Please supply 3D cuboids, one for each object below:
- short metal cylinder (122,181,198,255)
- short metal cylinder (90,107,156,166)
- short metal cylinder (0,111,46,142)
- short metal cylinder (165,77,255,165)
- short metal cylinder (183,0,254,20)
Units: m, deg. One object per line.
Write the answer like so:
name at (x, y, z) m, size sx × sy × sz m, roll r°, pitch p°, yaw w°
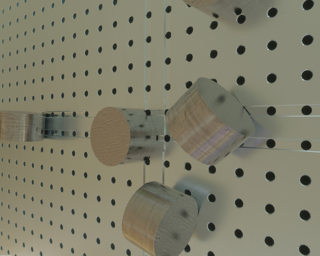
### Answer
short metal cylinder at (0.002, 0.110, 0.371) m, size 0.050 × 0.081 × 0.079 m, roll 16°, pitch 100°, yaw 38°
short metal cylinder at (-0.052, 0.011, 0.434) m, size 0.080 × 0.050 × 0.079 m, roll 0°, pitch 90°, yaw 39°
short metal cylinder at (-0.259, -0.005, 0.584) m, size 0.080 × 0.081 × 0.050 m, roll 8°, pitch 95°, yaw 39°
short metal cylinder at (0.053, -0.007, 0.329) m, size 0.050 × 0.081 × 0.080 m, roll -46°, pitch 63°, yaw 30°
short metal cylinder at (0.064, -0.166, 0.339) m, size 0.080 × 0.050 × 0.079 m, roll 0°, pitch 90°, yaw 39°
